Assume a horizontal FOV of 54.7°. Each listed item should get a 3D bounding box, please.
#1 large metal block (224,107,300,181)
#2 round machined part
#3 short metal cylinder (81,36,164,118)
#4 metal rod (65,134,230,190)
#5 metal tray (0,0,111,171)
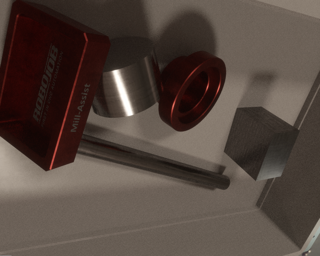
[{"bbox_3d":[0.150,0.021,0.471,0.050,0.080,0.079,-5,121,-27],"label":"large metal block"},{"bbox_3d":[0.032,-0.047,0.373,0.099,0.042,0.097,-36,146,-29],"label":"round machined part"},{"bbox_3d":[-0.040,-0.054,0.319,0.081,0.080,0.050,-24,128,-14],"label":"short metal cylinder"},{"bbox_3d":[-0.005,0.052,0.439,0.302,0.025,0.025,20,108,-36],"label":"metal rod"},{"bbox_3d":[-0.106,-0.038,0.284,0.030,0.090,0.129,-17,134,-60],"label":"metal tray"}]
